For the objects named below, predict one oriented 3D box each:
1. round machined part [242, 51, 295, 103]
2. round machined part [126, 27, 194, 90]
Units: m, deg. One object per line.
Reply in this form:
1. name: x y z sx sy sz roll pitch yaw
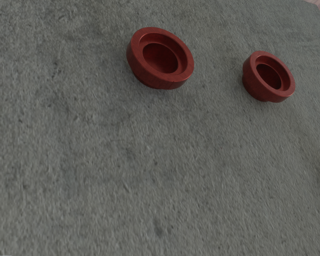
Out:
1. round machined part: 0.186 -0.085 0.548 0.099 0.042 0.098 14 56 -21
2. round machined part: -0.003 -0.096 0.451 0.099 0.042 0.098 14 56 -21
